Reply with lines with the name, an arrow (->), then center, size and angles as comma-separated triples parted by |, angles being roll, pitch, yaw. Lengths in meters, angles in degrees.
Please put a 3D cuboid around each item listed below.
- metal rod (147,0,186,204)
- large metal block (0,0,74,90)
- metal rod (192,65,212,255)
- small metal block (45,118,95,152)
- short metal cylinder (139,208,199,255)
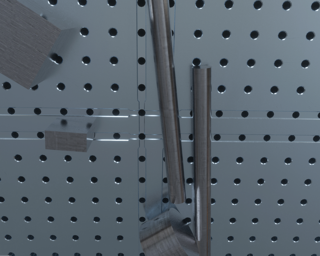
metal rod -> 0.011, -0.035, 0.400 | 0.025, 0.025, 0.298 | -6, 110, 2
large metal block -> -0.162, -0.104, 0.359 | 0.080, 0.050, 0.080 | 33, 107, -12
metal rod -> 0.060, 0.063, 0.437 | 0.025, 0.025, 0.298 | -3, 110, 1
small metal block -> -0.115, 0.008, 0.401 | 0.050, 0.050, 0.025 | 5, 110, -2
short metal cylinder -> 0.014, 0.163, 0.444 | 0.050, 0.080, 0.080 | -32, 107, 11
